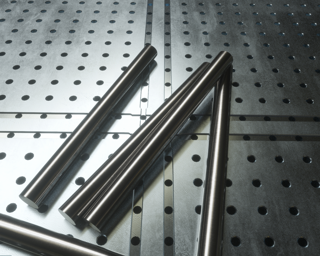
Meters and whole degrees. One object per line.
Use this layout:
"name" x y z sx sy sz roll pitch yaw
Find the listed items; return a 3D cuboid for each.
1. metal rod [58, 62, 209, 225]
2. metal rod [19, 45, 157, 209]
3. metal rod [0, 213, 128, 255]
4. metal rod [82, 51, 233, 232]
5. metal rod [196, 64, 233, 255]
"metal rod" -0.011 0.001 0.406 0.025 0.025 0.301 29 55 21
"metal rod" -0.079 -0.023 0.425 0.025 0.025 0.301 20 53 15
"metal rod" -0.036 0.134 0.294 0.301 0.025 0.025 14 51 11
"metal rod" 0.013 -0.002 0.392 0.025 0.025 0.301 28 60 21
"metal rod" 0.075 0.016 0.394 0.025 0.025 0.300 8 50 6
